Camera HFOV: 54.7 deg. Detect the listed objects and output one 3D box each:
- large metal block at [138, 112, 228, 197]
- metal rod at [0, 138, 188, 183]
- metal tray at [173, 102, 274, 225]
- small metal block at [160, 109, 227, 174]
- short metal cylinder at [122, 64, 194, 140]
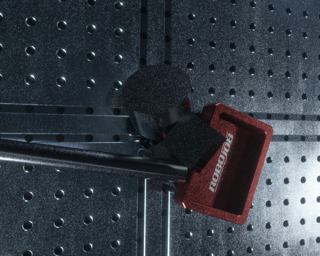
[{"bbox_3d":[0.032,0.035,0.411,0.080,0.050,0.080,-37,102,-17],"label":"large metal block"},{"bbox_3d":[-0.119,0.031,0.338,0.302,0.025,0.025,8,87,-9],"label":"metal rod"},{"bbox_3d":[0.080,0.044,0.385,0.091,0.030,0.129,22,82,-19],"label":"metal tray"},{"bbox_3d":[0.038,0.015,0.350,0.050,0.050,0.025,-53,147,5],"label":"small metal block"},{"bbox_3d":[-0.001,-0.032,0.377,0.080,0.080,0.050,-37,145,-17],"label":"short metal cylinder"}]
